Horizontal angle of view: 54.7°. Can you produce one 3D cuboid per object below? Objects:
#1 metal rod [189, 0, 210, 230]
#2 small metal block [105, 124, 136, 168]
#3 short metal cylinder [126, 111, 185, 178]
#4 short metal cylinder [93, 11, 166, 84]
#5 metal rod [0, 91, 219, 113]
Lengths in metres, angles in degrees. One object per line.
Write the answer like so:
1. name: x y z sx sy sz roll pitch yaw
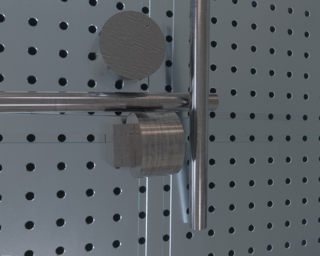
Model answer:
1. metal rod: 0.051 -0.010 0.408 0.025 0.025 0.298 -4 101 -20
2. small metal block: -0.050 0.020 0.381 0.025 0.050 0.050 -2 91 -20
3. short metal cylinder: -0.009 0.019 0.380 0.050 0.080 0.079 -2 91 -20
4. short metal cylinder: -0.039 -0.097 0.385 0.081 0.050 0.079 0 90 -20
5. metal rod: -0.065 -0.033 0.388 0.303 0.025 0.025 -2 91 -20
